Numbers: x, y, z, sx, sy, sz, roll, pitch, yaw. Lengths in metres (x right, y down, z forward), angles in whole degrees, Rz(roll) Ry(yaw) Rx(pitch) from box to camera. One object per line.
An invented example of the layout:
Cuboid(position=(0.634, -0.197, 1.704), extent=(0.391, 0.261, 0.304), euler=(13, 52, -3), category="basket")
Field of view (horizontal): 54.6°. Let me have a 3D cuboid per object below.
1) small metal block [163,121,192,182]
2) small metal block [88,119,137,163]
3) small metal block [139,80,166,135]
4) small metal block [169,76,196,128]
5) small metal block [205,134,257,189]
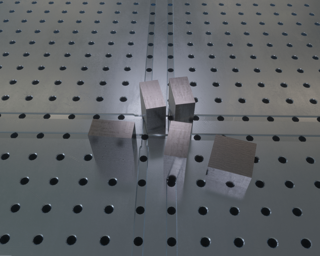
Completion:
Cuboid(position=(0.021, 0.028, 0.368), extent=(0.025, 0.050, 0.050), euler=(8, 51, 7), category="small metal block")
Cuboid(position=(-0.056, 0.016, 0.378), extent=(0.050, 0.050, 0.025), euler=(4, 50, 3), category="small metal block")
Cuboid(position=(-0.010, -0.028, 0.415), extent=(0.025, 0.050, 0.050), euler=(-10, 51, -8), category="small metal block")
Cuboid(position=(0.028, -0.033, 0.420), extent=(0.025, 0.050, 0.050), euler=(-7, 50, -5), category="small metal block")
Cuboid(position=(0.086, 0.040, 0.375), extent=(0.050, 0.025, 0.050), euler=(14, 51, 11), category="small metal block")
